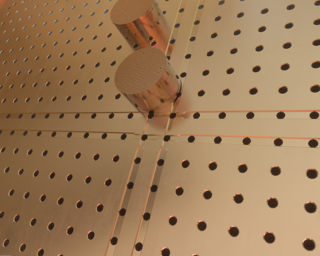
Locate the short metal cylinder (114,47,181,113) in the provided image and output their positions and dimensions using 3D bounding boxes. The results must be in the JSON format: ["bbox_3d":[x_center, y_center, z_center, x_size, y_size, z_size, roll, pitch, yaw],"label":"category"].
[{"bbox_3d":[-0.017,-0.068,0.443,0.080,0.050,0.080,-13,56,21],"label":"short metal cylinder"}]

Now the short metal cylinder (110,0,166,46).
[{"bbox_3d":[-0.037,-0.188,0.527,0.080,0.050,0.080,-13,56,21],"label":"short metal cylinder"}]
